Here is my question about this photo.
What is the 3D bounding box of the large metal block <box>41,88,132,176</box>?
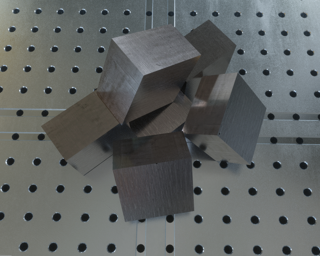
[{"bbox_3d":[-0.083,0.007,0.378,0.080,0.080,0.050,-36,74,-12],"label":"large metal block"}]

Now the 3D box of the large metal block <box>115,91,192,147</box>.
[{"bbox_3d":[-0.008,-0.019,0.407,0.080,0.050,0.080,-37,74,-13],"label":"large metal block"}]

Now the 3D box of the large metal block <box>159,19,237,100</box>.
[{"bbox_3d":[0.046,-0.082,0.413,0.080,0.080,0.050,-37,75,-13],"label":"large metal block"}]

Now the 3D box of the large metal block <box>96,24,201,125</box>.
[{"bbox_3d":[-0.014,-0.058,0.337,0.081,0.080,0.050,-27,70,-36],"label":"large metal block"}]

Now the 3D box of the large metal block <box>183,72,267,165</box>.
[{"bbox_3d":[0.081,-0.010,0.379,0.050,0.080,0.080,2,63,45],"label":"large metal block"}]

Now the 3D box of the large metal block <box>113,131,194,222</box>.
[{"bbox_3d":[-0.007,0.055,0.355,0.080,0.080,0.050,-8,34,-3],"label":"large metal block"}]
